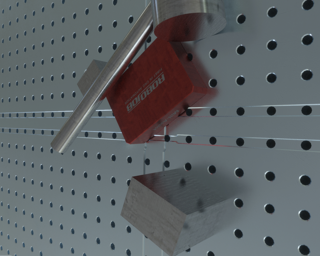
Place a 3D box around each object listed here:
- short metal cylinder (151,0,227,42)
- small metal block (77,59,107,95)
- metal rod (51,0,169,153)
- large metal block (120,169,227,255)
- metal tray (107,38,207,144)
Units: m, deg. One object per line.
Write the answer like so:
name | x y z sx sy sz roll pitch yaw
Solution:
short metal cylinder | 0.031 -0.135 0.347 0.080 0.081 0.050 -9 84 39
small metal block | -0.086 -0.071 0.462 0.050 0.050 0.025 -47 62 30
metal rod | -0.058 -0.085 0.418 0.299 0.025 0.025 -51 60 14
large metal block | 0.016 0.092 0.359 0.080 0.081 0.050 27 107 36
metal tray | -0.011 -0.048 0.413 0.130 0.030 0.090 -39 67 32
